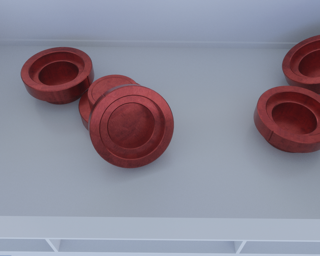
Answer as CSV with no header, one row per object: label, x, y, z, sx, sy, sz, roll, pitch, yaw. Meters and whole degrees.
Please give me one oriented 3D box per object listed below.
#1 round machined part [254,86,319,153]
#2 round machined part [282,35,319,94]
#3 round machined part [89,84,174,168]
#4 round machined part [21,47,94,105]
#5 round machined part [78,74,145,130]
round machined part,0.171,-0.007,0.402,0.099,0.042,0.098,0,50,0
round machined part,0.235,-0.088,0.453,0.098,0.042,0.098,-20,45,22
round machined part,-0.036,-0.004,0.374,0.099,0.097,0.042,-16,16,-13
round machined part,-0.145,-0.072,0.453,0.099,0.042,0.098,0,50,0
round machined part,-0.062,-0.036,0.423,0.099,0.042,0.098,0,50,0
